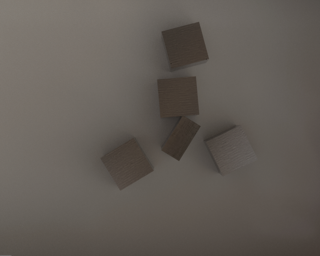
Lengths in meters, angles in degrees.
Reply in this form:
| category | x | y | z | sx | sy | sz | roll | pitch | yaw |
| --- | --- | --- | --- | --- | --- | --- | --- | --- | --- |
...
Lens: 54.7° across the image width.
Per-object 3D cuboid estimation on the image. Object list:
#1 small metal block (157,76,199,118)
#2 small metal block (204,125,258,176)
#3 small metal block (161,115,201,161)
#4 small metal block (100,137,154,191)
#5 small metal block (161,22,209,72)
| category | x | y | z | sx | sy | sz | roll | pitch | yaw |
| --- | --- | --- | --- | --- | --- | --- | --- | --- | --- |
| small metal block | 0.024 | -0.040 | 0.412 | 0.050 | 0.025 | 0.050 | -5 | 90 | -1 |
| small metal block | 0.093 | 0.029 | 0.413 | 0.050 | 0.025 | 0.050 | -26 | 90 | -1 |
| small metal block | 0.025 | 0.012 | 0.399 | 0.025 | 0.050 | 0.050 | 32 | 90 | -1 |
| small metal block | -0.043 | 0.047 | 0.411 | 0.050 | 0.025 | 0.050 | -31 | 90 | -1 |
| small metal block | 0.033 | -0.107 | 0.412 | 0.050 | 0.025 | 0.050 | -15 | 90 | -1 |
